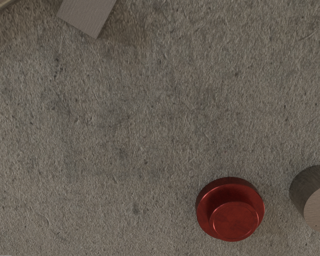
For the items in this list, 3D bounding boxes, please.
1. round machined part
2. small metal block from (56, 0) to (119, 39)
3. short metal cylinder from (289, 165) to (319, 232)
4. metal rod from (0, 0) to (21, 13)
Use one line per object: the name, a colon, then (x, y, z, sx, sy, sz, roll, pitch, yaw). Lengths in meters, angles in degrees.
round machined part: (0.102, 0.124, 0.447, 0.099, 0.042, 0.097, 0, 110, 0)
small metal block: (-0.082, -0.139, 0.358, 0.050, 0.025, 0.050, 30, 107, -11)
short metal cylinder: (0.232, 0.099, 0.435, 0.081, 0.050, 0.079, 0, 110, 0)
metal rod: (-0.147, -0.165, 0.347, 0.301, 0.025, 0.025, -26, 108, 9)
